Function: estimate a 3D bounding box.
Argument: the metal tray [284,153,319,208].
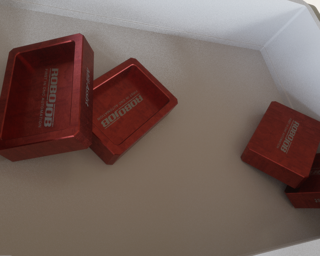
[{"bbox_3d":[0.251,0.069,0.429,0.090,0.130,0.030,-45,106,-36],"label":"metal tray"}]

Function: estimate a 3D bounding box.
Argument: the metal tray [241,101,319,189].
[{"bbox_3d":[0.191,0.020,0.477,0.090,0.030,0.131,29,49,16],"label":"metal tray"}]

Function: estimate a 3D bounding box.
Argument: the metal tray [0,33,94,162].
[{"bbox_3d":[-0.119,-0.035,0.329,0.090,0.030,0.130,-10,61,8],"label":"metal tray"}]

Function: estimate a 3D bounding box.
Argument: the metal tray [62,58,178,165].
[{"bbox_3d":[-0.048,-0.026,0.393,0.090,0.030,0.131,45,51,2],"label":"metal tray"}]
